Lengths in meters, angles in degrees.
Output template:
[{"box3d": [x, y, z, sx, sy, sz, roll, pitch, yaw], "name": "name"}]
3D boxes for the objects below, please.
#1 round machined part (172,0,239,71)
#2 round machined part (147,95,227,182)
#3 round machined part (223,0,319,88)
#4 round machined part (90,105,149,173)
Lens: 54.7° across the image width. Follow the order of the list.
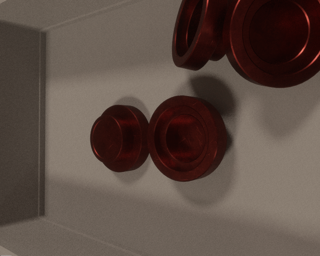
[{"box3d": [0.050, -0.110, 0.334, 0.098, 0.042, 0.097, -170, 89, -74], "name": "round machined part"}, {"box3d": [0.035, 0.012, 0.365, 0.098, 0.042, 0.097, 0, 90, 39], "name": "round machined part"}, {"box3d": [0.105, -0.087, 0.285, 0.042, 0.099, 0.097, -122, 43, -76], "name": "round machined part"}, {"box3d": [-0.063, 0.015, 0.445, 0.098, 0.042, 0.097, 0, 90, 39], "name": "round machined part"}]
